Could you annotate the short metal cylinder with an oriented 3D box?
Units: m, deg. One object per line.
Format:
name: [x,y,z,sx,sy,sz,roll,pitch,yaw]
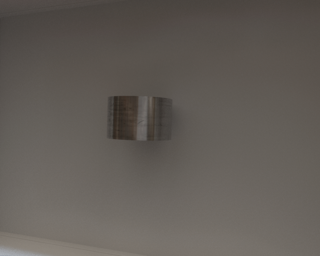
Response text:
short metal cylinder: [-0.025,-0.012,0.387,0.080,0.080,0.050,2,91,20]
